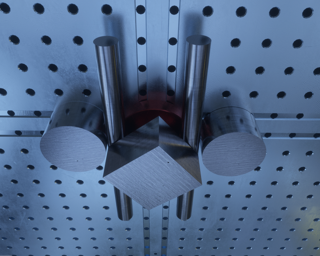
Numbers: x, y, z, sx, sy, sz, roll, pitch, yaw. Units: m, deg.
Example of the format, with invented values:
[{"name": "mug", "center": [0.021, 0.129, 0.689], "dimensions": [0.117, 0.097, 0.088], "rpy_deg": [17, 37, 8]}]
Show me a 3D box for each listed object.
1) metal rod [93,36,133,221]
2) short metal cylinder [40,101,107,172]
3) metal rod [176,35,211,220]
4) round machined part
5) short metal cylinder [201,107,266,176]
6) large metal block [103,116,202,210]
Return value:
[{"name": "metal rod", "center": [-0.055, 0.027, 0.406], "dimensions": [0.025, 0.025, 0.298], "rpy_deg": [0, 130, 0]}, {"name": "short metal cylinder", "center": [-0.108, 0.012, 0.404], "dimensions": [0.081, 0.050, 0.079], "rpy_deg": [0, 130, 0]}, {"name": "metal rod", "center": [0.039, 0.025, 0.406], "dimensions": [0.025, 0.025, 0.298], "rpy_deg": [0, 130, 0]}, {"name": "round machined part", "center": [-0.008, 0.014, 0.413], "dimensions": [0.099, 0.042, 0.097], "rpy_deg": [0, 130, 0]}, {"name": "short metal cylinder", "center": [0.094, 0.019, 0.411], "dimensions": [0.081, 0.050, 0.079], "rpy_deg": [0, 130, 0]}, {"name": "large metal block", "center": [-0.008, 0.045, 0.371], "dimensions": [0.080, 0.050, 0.080], "rpy_deg": [-31, 124, 23]}]
